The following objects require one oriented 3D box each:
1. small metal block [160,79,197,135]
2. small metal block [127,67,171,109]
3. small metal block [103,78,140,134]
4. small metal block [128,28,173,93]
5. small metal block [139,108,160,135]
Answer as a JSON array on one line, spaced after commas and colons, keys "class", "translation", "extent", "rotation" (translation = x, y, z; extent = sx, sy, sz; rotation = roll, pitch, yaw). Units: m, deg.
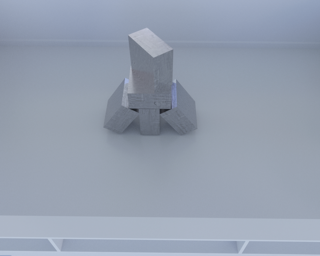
[{"class": "small metal block", "translation": [0.024, -0.027, 0.406], "extent": [0.025, 0.050, 0.050], "rotation": [-23, 44, 26]}, {"class": "small metal block", "translation": [-0.012, -0.050, 0.379], "extent": [0.050, 0.025, 0.050], "rotation": [1, 50, 0]}, {"class": "small metal block", "translation": [-0.049, -0.028, 0.406], "extent": [0.025, 0.050, 0.050], "rotation": [24, 45, -25]}, {"class": "small metal block", "translation": [-0.010, -0.077, 0.353], "extent": [0.025, 0.050, 0.050], "rotation": [-29, 56, -21]}, {"class": "small metal block", "translation": [-0.013, -0.026, 0.408], "extent": [0.025, 0.050, 0.050], "rotation": [1, 50, 1]}]
